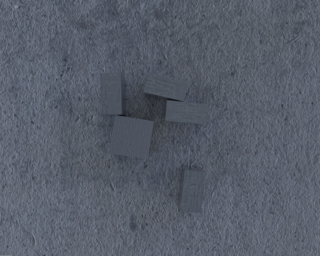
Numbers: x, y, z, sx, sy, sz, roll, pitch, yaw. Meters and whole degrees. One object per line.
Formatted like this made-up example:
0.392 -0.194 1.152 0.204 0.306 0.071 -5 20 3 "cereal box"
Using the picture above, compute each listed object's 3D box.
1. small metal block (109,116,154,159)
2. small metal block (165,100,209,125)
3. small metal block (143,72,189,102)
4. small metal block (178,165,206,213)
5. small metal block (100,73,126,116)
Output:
-0.036 0.012 0.410 0.050 0.025 0.050 9 90 0 "small metal block"
0.032 -0.019 0.398 0.050 0.050 0.025 5 90 0 "small metal block"
0.007 -0.050 0.397 0.050 0.050 0.025 13 90 0 "small metal block"
0.040 0.076 0.398 0.025 0.050 0.050 6 90 0 "small metal block"
-0.059 -0.041 0.397 0.025 0.050 0.050 -2 90 0 "small metal block"
